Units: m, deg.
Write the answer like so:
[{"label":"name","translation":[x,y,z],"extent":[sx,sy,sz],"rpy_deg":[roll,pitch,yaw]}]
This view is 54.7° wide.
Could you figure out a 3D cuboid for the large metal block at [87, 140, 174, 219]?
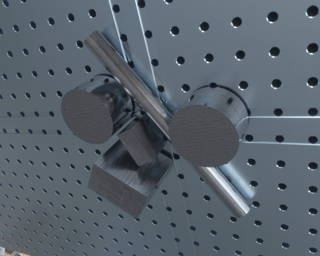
[{"label":"large metal block","translation":[-0.040,0.063,0.430],"extent":[0.080,0.080,0.050],"rpy_deg":[30,129,9]}]

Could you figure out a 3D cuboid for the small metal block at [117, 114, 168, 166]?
[{"label":"small metal block","translation":[-0.021,0.013,0.409],"extent":[0.025,0.050,0.050],"rpy_deg":[-23,106,36]}]

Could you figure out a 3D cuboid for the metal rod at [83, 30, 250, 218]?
[{"label":"metal rod","translation":[0.013,0.000,0.399],"extent":[0.300,0.025,0.025],"rpy_deg":[49,129,-7]}]

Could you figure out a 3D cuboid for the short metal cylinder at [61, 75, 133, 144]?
[{"label":"short metal cylinder","translation":[-0.085,-0.025,0.419],"extent":[0.080,0.050,0.079],"rpy_deg":[13,124,21]}]

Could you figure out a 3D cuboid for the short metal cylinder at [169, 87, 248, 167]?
[{"label":"short metal cylinder","translation":[0.057,-0.001,0.359],"extent":[0.080,0.050,0.079],"rpy_deg":[13,124,21]}]
